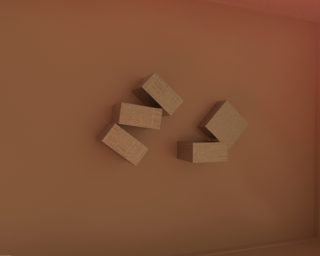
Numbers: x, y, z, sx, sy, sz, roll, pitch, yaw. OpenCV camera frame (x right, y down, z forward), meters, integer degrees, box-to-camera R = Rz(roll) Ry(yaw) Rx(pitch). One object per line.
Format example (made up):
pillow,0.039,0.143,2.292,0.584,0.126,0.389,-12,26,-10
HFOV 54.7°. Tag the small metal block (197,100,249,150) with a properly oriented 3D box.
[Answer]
small metal block,0.090,-0.004,0.444,0.050,0.025,0.050,44,76,-15

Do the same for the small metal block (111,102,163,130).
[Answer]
small metal block,-0.031,-0.014,0.386,0.050,0.050,0.025,8,87,-20

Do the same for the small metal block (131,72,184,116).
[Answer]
small metal block,-0.005,-0.041,0.395,0.050,0.050,0.025,44,76,-15

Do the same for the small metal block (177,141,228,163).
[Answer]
small metal block,0.056,0.031,0.418,0.050,0.050,0.025,0,90,-20

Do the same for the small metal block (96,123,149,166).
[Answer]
small metal block,-0.048,0.019,0.380,0.050,0.050,0.025,39,78,-16
